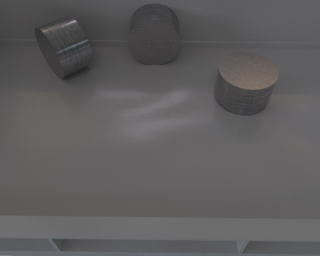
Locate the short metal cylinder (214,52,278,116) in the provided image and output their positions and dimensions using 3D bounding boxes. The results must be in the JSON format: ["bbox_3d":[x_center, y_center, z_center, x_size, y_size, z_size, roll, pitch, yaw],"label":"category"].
[{"bbox_3d":[0.121,-0.064,0.443,0.080,0.050,0.080,0,50,0],"label":"short metal cylinder"}]

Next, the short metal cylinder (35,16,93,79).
[{"bbox_3d":[-0.146,-0.122,0.471,0.050,0.080,0.080,-32,57,-24],"label":"short metal cylinder"}]

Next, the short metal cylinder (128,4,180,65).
[{"bbox_3d":[-0.009,-0.148,0.493,0.080,0.080,0.050,0,50,0],"label":"short metal cylinder"}]
